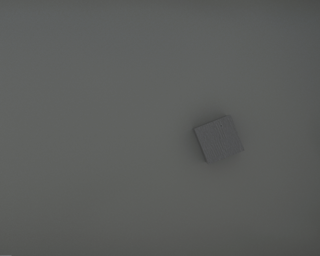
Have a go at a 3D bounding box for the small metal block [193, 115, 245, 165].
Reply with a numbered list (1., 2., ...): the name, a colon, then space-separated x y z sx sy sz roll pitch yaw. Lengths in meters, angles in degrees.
1. small metal block: 0.077 0.015 0.412 0.050 0.025 0.050 -22 90 0
